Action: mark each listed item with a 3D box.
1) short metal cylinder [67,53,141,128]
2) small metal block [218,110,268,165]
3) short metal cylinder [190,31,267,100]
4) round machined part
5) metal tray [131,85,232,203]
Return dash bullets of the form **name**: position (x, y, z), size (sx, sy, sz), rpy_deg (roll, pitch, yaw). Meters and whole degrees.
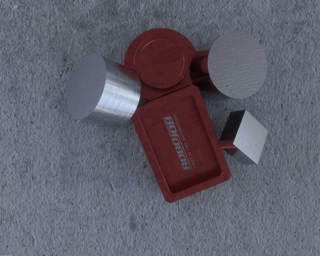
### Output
- **short metal cylinder**: position (-0.069, -0.044, 0.376), size (0.050, 0.080, 0.080), rpy_deg (16, 90, -44)
- **small metal block**: position (0.107, 0.013, 0.394), size (0.050, 0.025, 0.050), rpy_deg (38, 65, -26)
- **short metal cylinder**: position (0.085, -0.075, 0.389), size (0.081, 0.050, 0.079), rpy_deg (-1, 92, -18)
- **round machined part**: position (0.002, -0.082, 0.403), size (0.099, 0.042, 0.097), rpy_deg (0, 90, 0)
- **metal tray**: position (0.026, 0.020, 0.398), size (0.090, 0.030, 0.129), rpy_deg (-22, 100, 0)
